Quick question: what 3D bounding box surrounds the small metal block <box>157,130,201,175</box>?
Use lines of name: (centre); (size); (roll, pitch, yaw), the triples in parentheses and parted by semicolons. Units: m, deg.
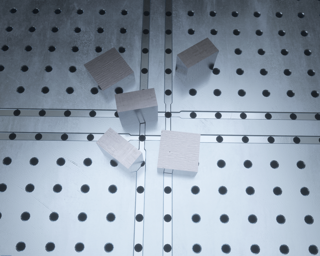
small metal block: (0.024, 0.032, 0.400); (0.050, 0.025, 0.050); (6, 70, 2)

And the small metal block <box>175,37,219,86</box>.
small metal block: (0.050, -0.091, 0.432); (0.050, 0.050, 0.025); (-32, 74, -11)

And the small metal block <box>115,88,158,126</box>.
small metal block: (-0.030, -0.026, 0.408); (0.050, 0.050, 0.025); (-10, 71, -4)

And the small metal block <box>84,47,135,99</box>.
small metal block: (-0.071, -0.078, 0.439); (0.050, 0.025, 0.050); (-34, 74, -12)

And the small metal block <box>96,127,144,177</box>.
small metal block: (-0.048, 0.031, 0.386); (0.050, 0.050, 0.025); (37, 74, 12)
